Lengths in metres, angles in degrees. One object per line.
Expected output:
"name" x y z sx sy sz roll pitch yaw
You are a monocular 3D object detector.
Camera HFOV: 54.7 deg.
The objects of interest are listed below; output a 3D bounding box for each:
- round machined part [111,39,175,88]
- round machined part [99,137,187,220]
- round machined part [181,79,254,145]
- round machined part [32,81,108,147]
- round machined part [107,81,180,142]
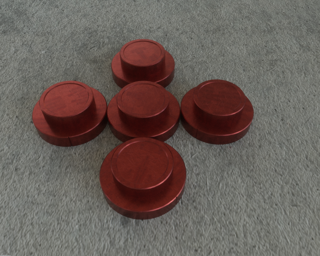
"round machined part" -0.026 -0.101 0.478 0.099 0.042 0.098 0 50 0
"round machined part" -0.019 0.049 0.352 0.099 0.042 0.098 0 50 0
"round machined part" 0.077 -0.028 0.419 0.099 0.042 0.098 0 50 0
"round machined part" -0.120 -0.026 0.414 0.099 0.042 0.098 0 50 0
"round machined part" -0.022 -0.026 0.415 0.099 0.042 0.098 0 50 0
